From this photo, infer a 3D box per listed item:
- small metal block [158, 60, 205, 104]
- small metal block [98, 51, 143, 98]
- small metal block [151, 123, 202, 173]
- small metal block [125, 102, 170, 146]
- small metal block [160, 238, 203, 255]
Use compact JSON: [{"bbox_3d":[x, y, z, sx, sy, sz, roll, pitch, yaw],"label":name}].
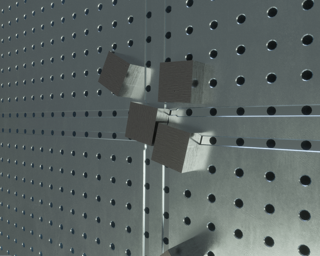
[{"bbox_3d":[0.026,-0.056,0.386,0.050,0.025,0.050,5,94,39],"label":"small metal block"},{"bbox_3d":[-0.059,-0.079,0.456,0.050,0.025,0.050,37,113,33],"label":"small metal block"},{"bbox_3d":[0.020,0.024,0.391,0.050,0.025,0.050,19,102,38],"label":"small metal block"},{"bbox_3d":[-0.018,-0.007,0.422,0.050,0.025,0.050,17,101,38],"label":"small metal block"},{"bbox_3d":[0.016,0.164,0.378,0.050,0.050,0.025,-47,62,29],"label":"small metal block"}]
